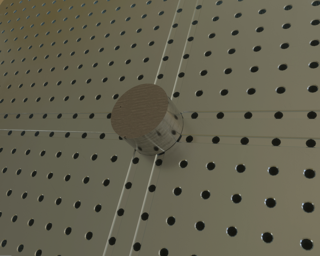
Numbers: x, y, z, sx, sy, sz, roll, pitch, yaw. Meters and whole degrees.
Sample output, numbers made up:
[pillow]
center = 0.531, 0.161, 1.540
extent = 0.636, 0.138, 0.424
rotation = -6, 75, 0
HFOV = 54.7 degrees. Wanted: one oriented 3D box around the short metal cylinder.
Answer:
[short metal cylinder]
center = -0.016, -0.011, 0.405
extent = 0.080, 0.050, 0.080
rotation = -13, 56, 20
